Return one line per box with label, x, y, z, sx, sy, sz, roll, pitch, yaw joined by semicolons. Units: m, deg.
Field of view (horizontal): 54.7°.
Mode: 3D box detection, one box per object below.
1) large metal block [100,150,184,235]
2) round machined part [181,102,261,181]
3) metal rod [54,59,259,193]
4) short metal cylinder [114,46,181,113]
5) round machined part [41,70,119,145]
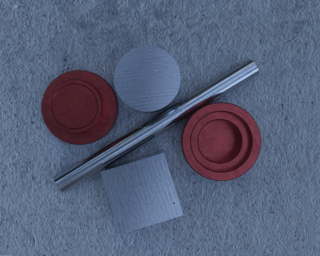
large metal block;-0.022;0.079;0.399;0.080;0.050;0.080;-17;90;0
round machined part;0.076;0.017;0.403;0.099;0.042;0.097;0;90;0
metal rod;-0.004;-0.003;0.412;0.301;0.025;0.025;-31;90;0
short metal cylinder;-0.015;-0.060;0.398;0.081;0.050;0.079;0;90;0
round machined part;-0.105;-0.027;0.401;0.099;0.042;0.097;0;90;0
